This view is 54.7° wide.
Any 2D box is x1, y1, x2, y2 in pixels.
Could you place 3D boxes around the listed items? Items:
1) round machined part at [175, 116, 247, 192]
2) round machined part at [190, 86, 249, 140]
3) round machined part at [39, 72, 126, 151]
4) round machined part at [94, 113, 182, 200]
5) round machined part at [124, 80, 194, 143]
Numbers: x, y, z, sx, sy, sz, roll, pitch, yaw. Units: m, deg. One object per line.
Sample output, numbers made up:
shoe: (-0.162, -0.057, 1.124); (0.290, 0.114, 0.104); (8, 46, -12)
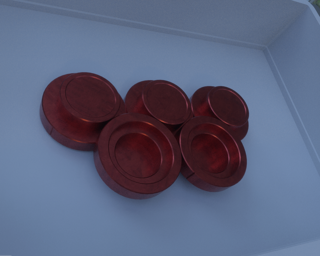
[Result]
round machined part: (0.060, 0.036, 0.402); (0.099, 0.042, 0.098); (14, 56, -21)
round machined part: (0.090, -0.022, 0.453); (0.099, 0.042, 0.098); (13, 56, -20)
round machined part: (-0.085, -0.026, 0.361); (0.099, 0.042, 0.098); (14, 55, -21)
round machined part: (-0.028, 0.035, 0.356); (0.099, 0.042, 0.098); (14, 56, -21)
round machined part: (0.001, -0.024, 0.407); (0.099, 0.042, 0.098); (13, 56, -20)
